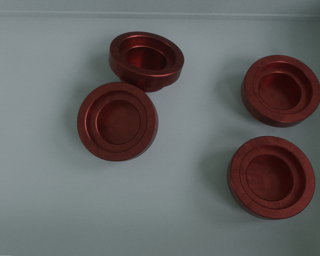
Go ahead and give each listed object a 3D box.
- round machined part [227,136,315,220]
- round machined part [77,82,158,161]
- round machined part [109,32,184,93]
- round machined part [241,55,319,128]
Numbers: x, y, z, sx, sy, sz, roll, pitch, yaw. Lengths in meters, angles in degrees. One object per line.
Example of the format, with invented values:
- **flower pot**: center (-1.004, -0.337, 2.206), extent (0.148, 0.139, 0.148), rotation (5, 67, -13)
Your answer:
- **round machined part**: center (0.131, 0.062, 0.379), extent (0.099, 0.042, 0.098), rotation (0, 70, 0)
- **round machined part**: center (-0.050, -0.006, 0.394), extent (0.099, 0.042, 0.097), rotation (-1, 83, 7)
- **round machined part**: center (-0.020, -0.085, 0.419), extent (0.099, 0.042, 0.098), rotation (8, 47, -9)
- **round machined part**: center (0.158, -0.046, 0.418), extent (0.099, 0.042, 0.098), rotation (0, 70, 0)
